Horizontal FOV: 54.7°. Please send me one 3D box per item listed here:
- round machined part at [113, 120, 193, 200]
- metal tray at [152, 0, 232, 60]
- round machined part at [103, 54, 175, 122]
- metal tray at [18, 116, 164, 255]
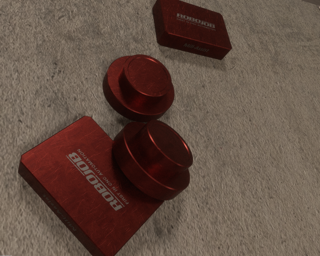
[{"bbox_3d":[-0.001,0.029,0.350,0.098,0.042,0.098,36,25,-19],"label":"round machined part"},{"bbox_3d":[0.056,-0.174,0.539,0.131,0.030,0.090,7,59,-25],"label":"metal tray"},{"bbox_3d":[-0.024,-0.060,0.418,0.099,0.042,0.098,14,56,-21],"label":"round machined part"},{"bbox_3d":[-0.070,0.060,0.328,0.130,0.030,0.091,47,51,4],"label":"metal tray"}]
